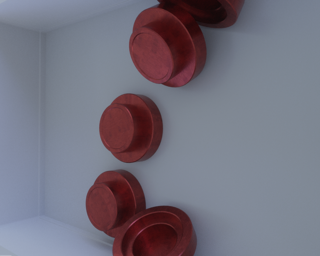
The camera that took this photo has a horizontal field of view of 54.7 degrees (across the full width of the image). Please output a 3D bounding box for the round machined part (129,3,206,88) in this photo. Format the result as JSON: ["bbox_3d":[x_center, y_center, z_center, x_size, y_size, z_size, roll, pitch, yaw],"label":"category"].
[{"bbox_3d":[0.002,-0.091,0.363,0.098,0.042,0.097,30,140,29],"label":"round machined part"}]

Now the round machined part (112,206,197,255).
[{"bbox_3d":[-0.003,0.143,0.371,0.098,0.099,0.042,3,125,39],"label":"round machined part"}]

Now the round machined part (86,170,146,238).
[{"bbox_3d":[-0.071,0.112,0.452,0.098,0.042,0.097,0,90,39],"label":"round machined part"}]

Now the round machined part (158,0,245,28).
[{"bbox_3d":[0.042,-0.149,0.325,0.098,0.098,0.042,22,89,37],"label":"round machined part"}]

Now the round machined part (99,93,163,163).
[{"bbox_3d":[-0.047,0.000,0.432,0.098,0.042,0.097,0,90,39],"label":"round machined part"}]
